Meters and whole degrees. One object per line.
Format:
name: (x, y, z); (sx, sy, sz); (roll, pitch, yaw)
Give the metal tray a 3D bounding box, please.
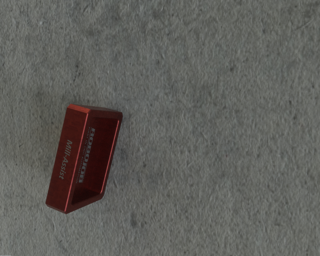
metal tray: (-0.096, 0.037, 0.406); (0.030, 0.090, 0.129); (16, 95, 19)
